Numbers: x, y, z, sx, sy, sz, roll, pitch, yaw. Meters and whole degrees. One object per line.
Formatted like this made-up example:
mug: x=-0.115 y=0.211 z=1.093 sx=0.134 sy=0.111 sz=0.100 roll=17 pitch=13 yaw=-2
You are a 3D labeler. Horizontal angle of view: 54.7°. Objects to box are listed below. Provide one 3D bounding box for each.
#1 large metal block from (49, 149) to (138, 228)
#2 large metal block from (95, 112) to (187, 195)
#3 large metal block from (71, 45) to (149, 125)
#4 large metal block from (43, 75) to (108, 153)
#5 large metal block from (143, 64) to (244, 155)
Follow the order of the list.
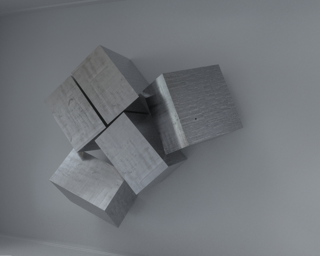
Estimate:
large metal block: x=-0.081 y=0.078 z=0.400 sx=0.080 sy=0.080 sz=0.050 roll=23 pitch=63 yaw=18
large metal block: x=-0.020 y=0.028 z=0.385 sx=0.050 sy=0.080 sz=0.080 roll=-43 pitch=77 yaw=15
large metal block: x=-0.052 y=-0.051 z=0.397 sx=0.050 sy=0.080 sz=0.080 roll=-40 pitch=78 yaw=15
large metal block: x=-0.091 y=-0.017 z=0.411 sx=0.050 sy=0.080 sz=0.080 roll=-39 pitch=78 yaw=16
large metal block: x=0.038 y=-0.022 z=0.359 sx=0.050 sy=0.081 sz=0.080 roll=-30 pitch=77 yaw=58
